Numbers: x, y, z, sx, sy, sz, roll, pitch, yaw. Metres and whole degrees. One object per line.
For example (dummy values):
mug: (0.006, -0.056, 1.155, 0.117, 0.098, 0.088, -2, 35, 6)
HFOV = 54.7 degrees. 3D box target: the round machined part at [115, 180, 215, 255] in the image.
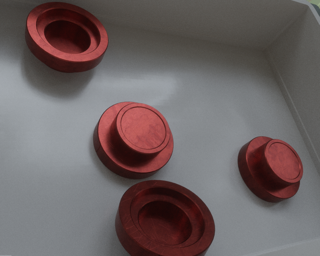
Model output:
round machined part: (0.003, 0.102, 0.317, 0.099, 0.042, 0.098, 13, 31, -8)

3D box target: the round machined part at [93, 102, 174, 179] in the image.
round machined part: (-0.027, 0.009, 0.375, 0.099, 0.042, 0.098, 14, 56, -21)

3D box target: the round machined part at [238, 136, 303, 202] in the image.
round machined part: (0.167, 0.055, 0.451, 0.099, 0.042, 0.098, 14, 56, -21)

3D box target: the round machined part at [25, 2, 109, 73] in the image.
round machined part: (-0.120, -0.110, 0.397, 0.099, 0.042, 0.098, 14, 56, -21)

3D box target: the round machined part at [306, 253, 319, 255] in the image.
round machined part: (0.200, 0.207, 0.378, 0.099, 0.042, 0.098, 14, 56, -21)
